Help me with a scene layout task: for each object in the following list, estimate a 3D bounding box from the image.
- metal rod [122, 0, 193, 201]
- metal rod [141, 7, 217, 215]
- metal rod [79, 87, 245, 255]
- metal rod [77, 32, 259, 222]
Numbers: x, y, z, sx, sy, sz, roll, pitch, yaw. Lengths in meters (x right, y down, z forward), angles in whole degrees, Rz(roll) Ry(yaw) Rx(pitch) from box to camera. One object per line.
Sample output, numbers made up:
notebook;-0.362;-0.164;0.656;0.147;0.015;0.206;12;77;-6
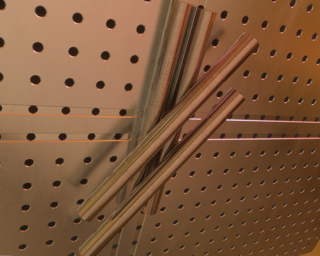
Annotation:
metal rod;-0.012;-0.007;0.400;0.025;0.025;0.298;1;118;-29
metal rod;0.018;-0.005;0.418;0.025;0.025;0.298;1;118;-29
metal rod;0.000;0.064;0.417;0.300;0.025;0.025;-47;129;4
metal rod;0.007;0.002;0.384;0.300;0.025;0.025;-46;129;4
